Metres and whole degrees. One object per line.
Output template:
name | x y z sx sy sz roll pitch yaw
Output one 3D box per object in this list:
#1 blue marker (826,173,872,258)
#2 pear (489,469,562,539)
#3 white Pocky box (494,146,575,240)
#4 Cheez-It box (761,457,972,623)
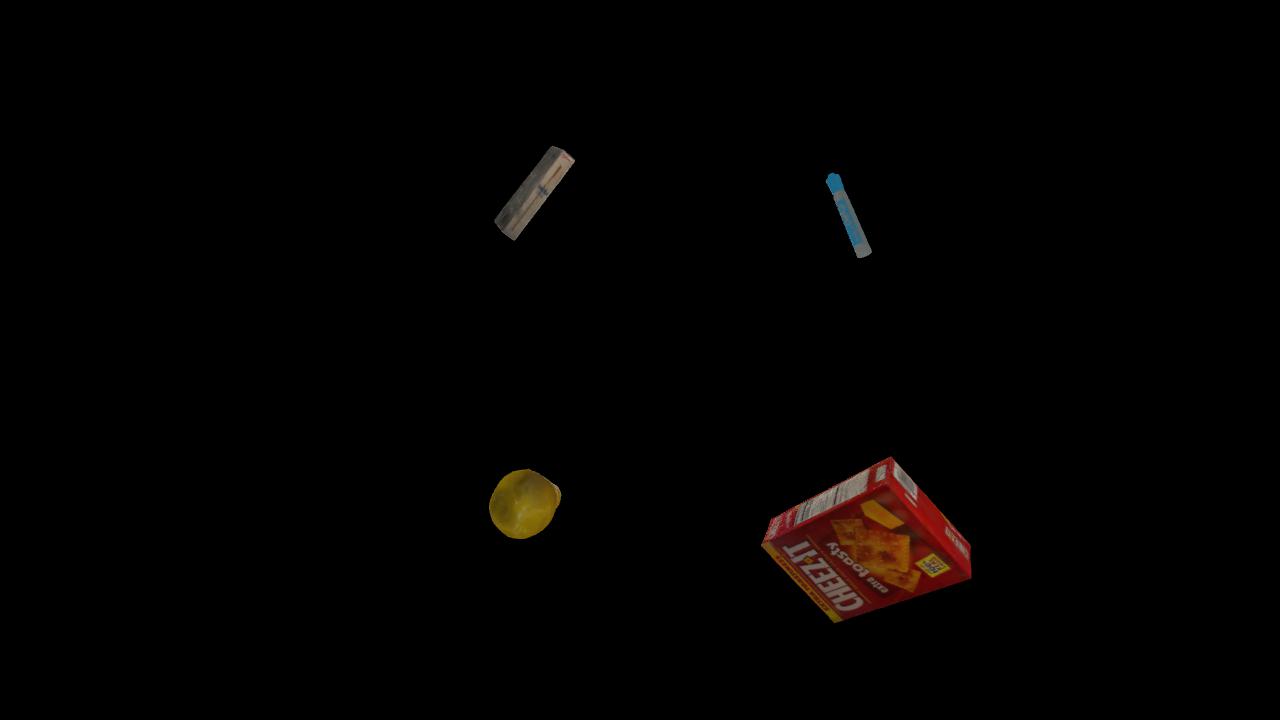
blue marker | 0.270 -0.190 0.800 0.020 0.121 0.020 -16 -15 -4
pear | -0.120 0.165 0.728 0.080 0.080 0.111 0 4 36
white Pocky box | -0.166 -0.261 0.954 0.028 0.154 0.084 36 6 -30
Cheez-It box | 0.306 0.256 0.851 0.223 0.166 0.071 -40 3 37
